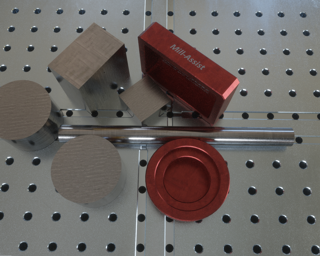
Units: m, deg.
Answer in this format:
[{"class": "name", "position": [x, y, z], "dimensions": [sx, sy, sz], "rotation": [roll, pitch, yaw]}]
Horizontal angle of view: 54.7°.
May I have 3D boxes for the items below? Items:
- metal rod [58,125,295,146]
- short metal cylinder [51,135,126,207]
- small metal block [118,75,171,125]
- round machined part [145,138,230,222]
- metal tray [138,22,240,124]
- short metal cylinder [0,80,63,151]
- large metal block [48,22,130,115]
[{"class": "metal rod", "position": [0.021, 0.010, 0.408], "dimensions": [0.302, 0.025, 0.025], "rotation": [1, 70, 0]}, {"class": "short metal cylinder", "position": [-0.084, 0.054, 0.377], "dimensions": [0.081, 0.050, 0.080], "rotation": [0, 70, 0]}, {"class": "small metal block", "position": [-0.020, -0.036, 0.425], "dimensions": [0.050, 0.025, 0.050], "rotation": [-37, 74, -13]}, {"class": "round machined part", "position": [0.032, 0.064, 0.379], "dimensions": [0.099, 0.042, 0.098], "rotation": [0, 70, 0]}, {"class": "metal tray", "position": [0.032, -0.068, 0.402], "dimensions": [0.130, 0.090, 0.030], "rotation": [38, 75, 13]}, {"class": "short metal cylinder", "position": [-0.173, -0.015, 0.402], "dimensions": [0.081, 0.050, 0.080], "rotation": [0, 70, 0]}, {"class": "large metal block", "position": [-0.088, -0.075, 0.410], "dimensions": [0.050, 0.080, 0.080], "rotation": [37, 74, 12]}]
